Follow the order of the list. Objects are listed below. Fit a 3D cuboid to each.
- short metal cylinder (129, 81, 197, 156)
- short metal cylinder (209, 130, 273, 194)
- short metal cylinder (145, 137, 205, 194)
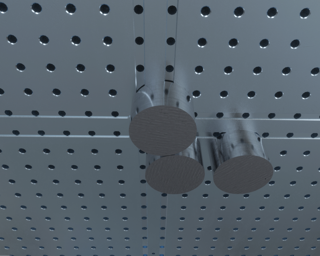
[{"bbox_3d":[0.003,-0.011,0.386,0.081,0.050,0.079,0,130,0],"label":"short metal cylinder"},{"bbox_3d":[0.112,0.049,0.439,0.081,0.050,0.079,0,130,0],"label":"short metal cylinder"},{"bbox_3d":[0.020,0.049,0.437,0.081,0.050,0.079,0,130,0],"label":"short metal cylinder"}]
